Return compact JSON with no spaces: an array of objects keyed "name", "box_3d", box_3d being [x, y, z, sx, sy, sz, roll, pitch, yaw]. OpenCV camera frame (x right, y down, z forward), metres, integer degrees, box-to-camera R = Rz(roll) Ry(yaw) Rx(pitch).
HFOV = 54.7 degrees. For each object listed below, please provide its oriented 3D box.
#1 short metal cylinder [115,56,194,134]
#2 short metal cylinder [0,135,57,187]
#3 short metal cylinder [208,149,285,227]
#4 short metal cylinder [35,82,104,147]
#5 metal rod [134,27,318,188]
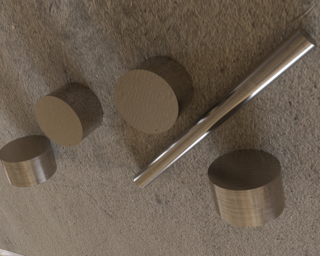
[{"name":"short metal cylinder","box_3d":[-0.006,-0.040,0.369,0.080,0.050,0.079,13,124,21]},{"name":"short metal cylinder","box_3d":[-0.220,0.054,0.521,0.080,0.080,0.050,10,123,23]},{"name":"short metal cylinder","box_3d":[0.100,0.067,0.360,0.080,0.080,0.050,-2,118,29]},{"name":"short metal cylinder","box_3d":[-0.130,-0.020,0.447,0.080,0.050,0.079,13,124,21]},{"name":"metal rod","box_3d":[0.053,-0.002,0.377,0.025,0.025,0.298,43,129,-2]}]
